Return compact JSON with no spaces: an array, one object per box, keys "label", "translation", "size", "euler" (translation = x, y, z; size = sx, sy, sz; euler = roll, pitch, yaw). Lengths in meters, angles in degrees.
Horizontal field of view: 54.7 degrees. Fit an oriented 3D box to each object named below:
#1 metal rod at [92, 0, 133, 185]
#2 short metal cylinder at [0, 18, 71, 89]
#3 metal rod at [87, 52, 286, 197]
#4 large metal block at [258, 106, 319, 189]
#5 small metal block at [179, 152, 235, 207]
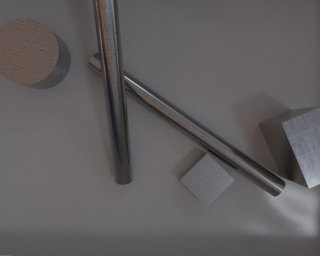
[{"label":"metal rod","translation":[-0.054,-0.066,0.348],"size":[0.025,0.025,0.298],"euler":[-3,116,0]},{"label":"short metal cylinder","translation":[-0.162,-0.092,0.397],"size":[0.081,0.050,0.079],"euler":[0,90,-1]},{"label":"metal rod","translation":[0.035,-0.004,0.411],"size":[0.301,0.025,0.025],"euler":[35,90,-1]},{"label":"large metal block","translation":[0.174,0.021,0.386],"size":[0.050,0.080,0.080],"euler":[-23,90,0]},{"label":"small metal block","translation":[0.061,0.067,0.412],"size":[0.050,0.025,0.050],"euler":[-45,91,0]}]
